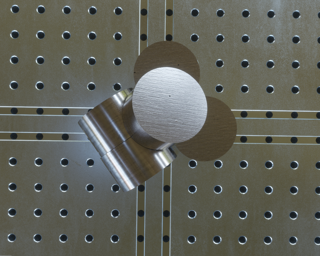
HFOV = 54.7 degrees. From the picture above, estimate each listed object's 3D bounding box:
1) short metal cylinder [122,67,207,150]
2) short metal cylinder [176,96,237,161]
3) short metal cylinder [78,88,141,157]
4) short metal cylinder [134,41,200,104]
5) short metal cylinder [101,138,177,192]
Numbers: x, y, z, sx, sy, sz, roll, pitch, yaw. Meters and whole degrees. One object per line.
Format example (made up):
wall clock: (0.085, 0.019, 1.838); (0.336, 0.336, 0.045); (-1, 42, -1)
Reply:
short metal cylinder: (0.004, -0.019, 0.337); (0.081, 0.050, 0.080); (4, 77, -17)
short metal cylinder: (0.053, 0.001, 0.401); (0.081, 0.050, 0.079); (0, 90, -1)
short metal cylinder: (-0.053, -0.007, 0.385); (0.080, 0.080, 0.050); (-34, 90, 0)
short metal cylinder: (0.008, -0.066, 0.400); (0.081, 0.050, 0.079); (0, 90, -1)
short metal cylinder: (-0.026, 0.036, 0.385); (0.080, 0.080, 0.050); (-34, 90, 0)
